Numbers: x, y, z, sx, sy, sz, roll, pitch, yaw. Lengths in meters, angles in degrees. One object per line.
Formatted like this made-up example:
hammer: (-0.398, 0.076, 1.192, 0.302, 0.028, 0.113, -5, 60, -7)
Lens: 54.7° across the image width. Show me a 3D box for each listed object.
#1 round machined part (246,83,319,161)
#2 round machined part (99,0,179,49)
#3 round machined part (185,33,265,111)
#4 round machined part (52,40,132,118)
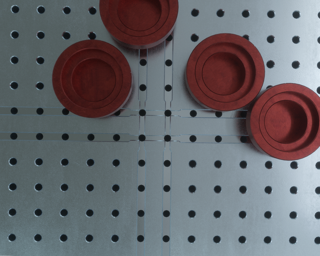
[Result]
round machined part: (0.162, -0.008, 0.407, 0.099, 0.042, 0.097, 0, 90, -1)
round machined part: (-0.026, -0.151, 0.404, 0.099, 0.042, 0.097, 0, 90, -1)
round machined part: (0.082, -0.070, 0.406, 0.099, 0.042, 0.097, 0, 90, -1)
round machined part: (-0.084, -0.061, 0.404, 0.099, 0.042, 0.097, 0, 90, -1)
